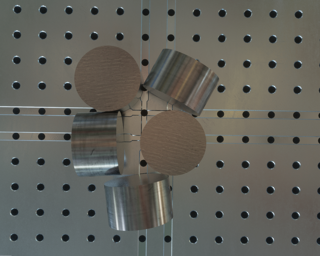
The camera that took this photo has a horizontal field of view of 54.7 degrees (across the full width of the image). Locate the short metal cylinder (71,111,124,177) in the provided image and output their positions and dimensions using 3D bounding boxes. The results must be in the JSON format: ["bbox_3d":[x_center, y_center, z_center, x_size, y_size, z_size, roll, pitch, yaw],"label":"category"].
[{"bbox_3d":[-0.074,0.020,0.386,0.050,0.080,0.080,-2,90,-1],"label":"short metal cylinder"}]

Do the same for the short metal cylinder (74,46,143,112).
[{"bbox_3d":[-0.063,-0.060,0.400,0.080,0.050,0.079,0,90,1],"label":"short metal cylinder"}]

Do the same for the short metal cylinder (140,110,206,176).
[{"bbox_3d":[0.016,0.018,0.401,0.081,0.050,0.079,0,91,-1],"label":"short metal cylinder"}]

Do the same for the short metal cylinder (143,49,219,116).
[{"bbox_3d":[0.026,-0.056,0.386,0.080,0.080,0.050,28,89,0],"label":"short metal cylinder"}]

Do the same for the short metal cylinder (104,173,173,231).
[{"bbox_3d":[-0.026,0.089,0.385,0.080,0.080,0.050,-6,91,0],"label":"short metal cylinder"}]
